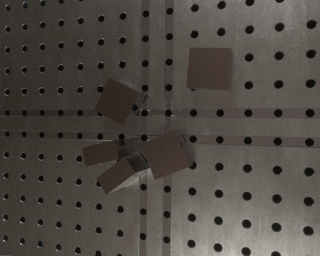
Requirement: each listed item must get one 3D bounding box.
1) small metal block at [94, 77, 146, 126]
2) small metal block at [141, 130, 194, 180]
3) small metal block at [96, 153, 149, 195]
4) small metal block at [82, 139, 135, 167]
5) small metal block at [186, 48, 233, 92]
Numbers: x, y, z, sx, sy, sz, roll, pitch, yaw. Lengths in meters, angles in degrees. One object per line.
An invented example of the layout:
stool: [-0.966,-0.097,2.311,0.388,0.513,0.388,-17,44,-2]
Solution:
small metal block: [-0.055,-0.036,0.431,0.050,0.025,0.050,28,99,17]
small metal block: [0.010,0.035,0.408,0.050,0.025,0.050,-24,82,18]
small metal block: [-0.048,0.060,0.415,0.050,0.050,0.025,-38,78,16]
small metal block: [-0.069,0.033,0.422,0.050,0.050,0.025,-14,86,19]
small metal block: [0.063,-0.073,0.390,0.050,0.025,0.050,6,92,19]
